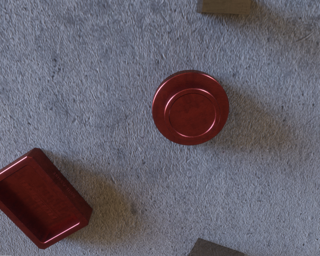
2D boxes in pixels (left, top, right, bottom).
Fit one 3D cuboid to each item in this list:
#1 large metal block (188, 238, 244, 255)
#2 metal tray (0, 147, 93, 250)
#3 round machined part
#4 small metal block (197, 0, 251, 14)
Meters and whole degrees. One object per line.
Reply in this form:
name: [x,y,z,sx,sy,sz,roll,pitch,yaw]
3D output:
large metal block: [0.088,0.223,0.464,0.080,0.080,0.050,22,109,-8]
metal tray: [-0.172,0.103,0.442,0.090,0.030,0.130,-31,108,10]
round machined part: [0.039,-0.022,0.393,0.099,0.042,0.097,0,110,-1]
small metal block: [0.070,-0.141,0.345,0.050,0.050,0.025,2,110,-1]
